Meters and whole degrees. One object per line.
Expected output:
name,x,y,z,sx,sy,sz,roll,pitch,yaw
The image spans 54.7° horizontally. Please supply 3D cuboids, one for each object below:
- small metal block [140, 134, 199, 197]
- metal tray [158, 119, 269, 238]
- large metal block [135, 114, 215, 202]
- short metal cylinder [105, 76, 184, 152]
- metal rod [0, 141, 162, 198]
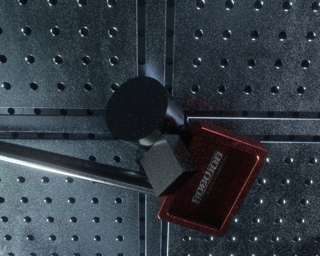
small metal block,0.009,0.042,0.352,0.025,0.050,0.050,4,137,-43
metal tray,0.061,0.064,0.379,0.091,0.030,0.129,19,109,-7
large metal block,0.025,0.042,0.414,0.080,0.050,0.080,-34,107,11
short metal cylinder,-0.018,-0.015,0.372,0.080,0.080,0.050,-33,150,11
metal rod,-0.142,0.043,0.396,0.302,0.025,0.025,12,110,7
